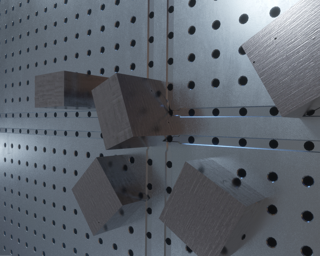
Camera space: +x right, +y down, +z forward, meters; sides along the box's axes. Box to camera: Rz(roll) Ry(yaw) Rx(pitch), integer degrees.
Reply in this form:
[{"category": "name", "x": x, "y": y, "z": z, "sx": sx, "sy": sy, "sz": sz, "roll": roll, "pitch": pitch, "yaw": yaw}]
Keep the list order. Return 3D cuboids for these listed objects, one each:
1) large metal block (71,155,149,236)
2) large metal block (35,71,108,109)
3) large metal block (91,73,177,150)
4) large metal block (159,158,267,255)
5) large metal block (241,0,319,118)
[{"category": "large metal block", "x": -0.076, "y": 0.097, "z": 0.457, "sx": 0.080, "sy": 0.050, "sz": 0.080, "roll": -49, "pitch": 61, "yaw": 29}, {"category": "large metal block", "x": -0.139, "y": -0.056, "z": 0.490, "sx": 0.080, "sy": 0.081, "sz": 0.050, "roll": 1, "pitch": 91, "yaw": 40}, {"category": "large metal block", "x": -0.033, "y": -0.019, "z": 0.402, "sx": 0.050, "sy": 0.081, "sz": 0.080, "roll": -26, "pitch": 74, "yaw": 37}, {"category": "large metal block", "x": 0.056, "y": 0.090, "z": 0.347, "sx": 0.080, "sy": 0.050, "sz": 0.080, "roll": 36, "pitch": 112, "yaw": 34}, {"category": "large metal block", "x": 0.136, "y": -0.064, "z": 0.281, "sx": 0.080, "sy": 0.050, "sz": 0.080, "roll": -36, "pitch": 68, "yaw": 34}]
